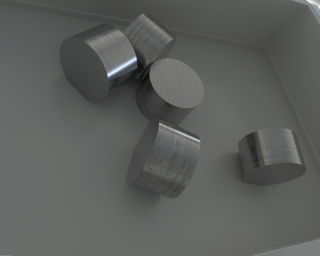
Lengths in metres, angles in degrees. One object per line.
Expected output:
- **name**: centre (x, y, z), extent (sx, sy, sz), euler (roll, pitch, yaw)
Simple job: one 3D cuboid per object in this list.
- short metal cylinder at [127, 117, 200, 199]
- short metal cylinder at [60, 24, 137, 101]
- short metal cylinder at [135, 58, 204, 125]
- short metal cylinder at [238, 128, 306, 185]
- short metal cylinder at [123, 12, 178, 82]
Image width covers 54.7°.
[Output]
- **short metal cylinder**: centre (0.003, 0.034, 0.351), extent (0.050, 0.080, 0.080), euler (24, 53, -14)
- **short metal cylinder**: centre (-0.075, -0.080, 0.379), extent (0.080, 0.080, 0.050), euler (46, 51, 3)
- **short metal cylinder**: centre (0.013, -0.048, 0.426), extent (0.081, 0.050, 0.080), euler (14, 56, -21)
- **short metal cylinder**: centre (0.152, 0.041, 0.427), extent (0.081, 0.080, 0.050), euler (12, 57, -22)
- **short metal cylinder**: centre (-0.022, -0.109, 0.425), extent (0.050, 0.080, 0.080), euler (42, 51, 0)
